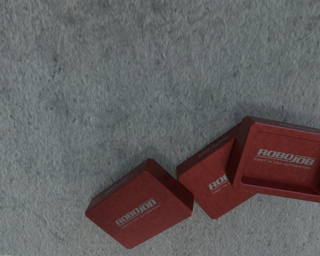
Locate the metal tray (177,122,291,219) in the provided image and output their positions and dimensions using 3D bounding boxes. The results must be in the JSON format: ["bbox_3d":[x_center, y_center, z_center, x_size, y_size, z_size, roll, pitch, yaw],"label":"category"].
[{"bbox_3d":[0.099,0.058,0.430,0.130,0.030,0.090,-37,107,12],"label":"metal tray"}]

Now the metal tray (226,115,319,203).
[{"bbox_3d":[0.160,0.041,0.391,0.131,0.030,0.089,10,108,-7],"label":"metal tray"}]

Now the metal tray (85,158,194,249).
[{"bbox_3d":[-0.029,0.109,0.431,0.130,0.030,0.090,-38,107,27],"label":"metal tray"}]
